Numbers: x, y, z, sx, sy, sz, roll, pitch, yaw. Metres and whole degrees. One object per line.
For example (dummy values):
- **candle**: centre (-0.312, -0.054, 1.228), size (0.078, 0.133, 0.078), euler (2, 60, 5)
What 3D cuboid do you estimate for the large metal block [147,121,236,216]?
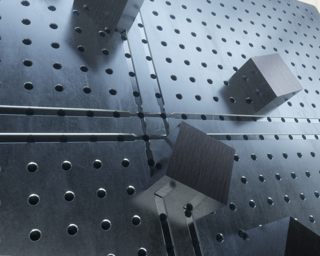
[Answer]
- **large metal block**: centre (0.041, 0.051, 0.385), size (0.080, 0.050, 0.080), euler (28, 52, -11)

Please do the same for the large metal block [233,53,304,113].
- **large metal block**: centre (0.191, -0.082, 0.547), size (0.081, 0.050, 0.080), euler (-17, 71, -35)

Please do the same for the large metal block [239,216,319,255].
- **large metal block**: centre (0.132, 0.157, 0.350), size (0.050, 0.080, 0.080), euler (35, 51, -6)

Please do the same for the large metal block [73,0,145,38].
- **large metal block**: centre (-0.072, -0.197, 0.455), size (0.080, 0.080, 0.050), euler (43, 51, 1)
